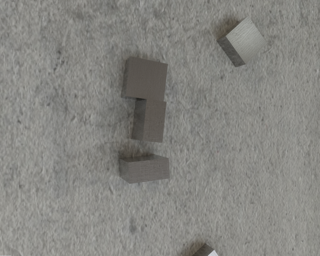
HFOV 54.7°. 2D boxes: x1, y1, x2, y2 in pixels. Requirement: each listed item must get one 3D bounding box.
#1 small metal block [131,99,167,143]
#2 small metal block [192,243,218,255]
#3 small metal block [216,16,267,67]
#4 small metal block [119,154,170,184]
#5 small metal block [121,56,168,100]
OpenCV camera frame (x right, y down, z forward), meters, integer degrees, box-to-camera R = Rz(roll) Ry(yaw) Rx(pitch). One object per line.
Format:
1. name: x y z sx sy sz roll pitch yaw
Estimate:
1. small metal block: -0.015 -0.008 0.391 0.025 0.050 0.050 6 88 -20
2. small metal block: 0.064 0.202 0.435 0.050 0.025 0.050 -36 102 -17
3. small metal block: 0.120 -0.126 0.455 0.050 0.025 0.050 -44 104 -15
4. small metal block: -0.021 0.050 0.389 0.050 0.050 0.025 -4 92 -20
5. small metal block: -0.020 -0.061 0.402 0.050 0.025 0.050 7 88 -20
